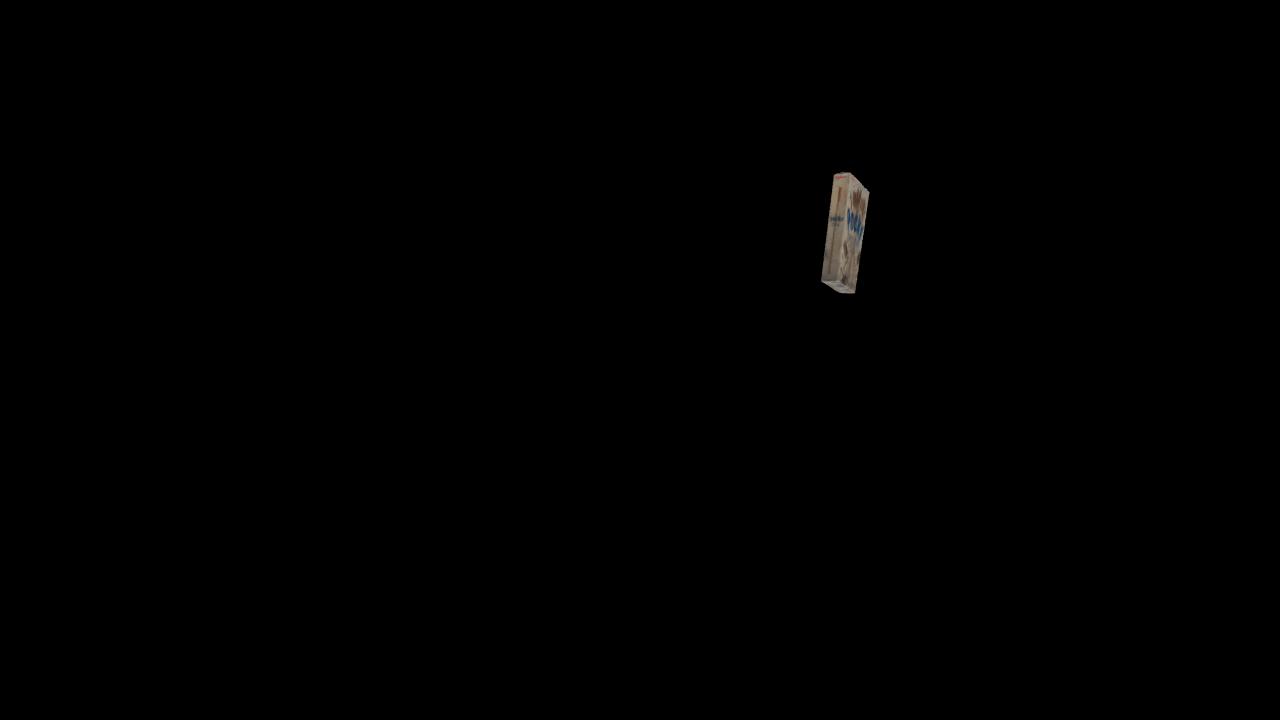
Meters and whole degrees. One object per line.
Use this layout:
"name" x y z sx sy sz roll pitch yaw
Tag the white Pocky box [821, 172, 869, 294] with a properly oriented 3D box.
"white Pocky box" 0.292 -0.178 0.875 0.028 0.154 0.084 6 -3 38
